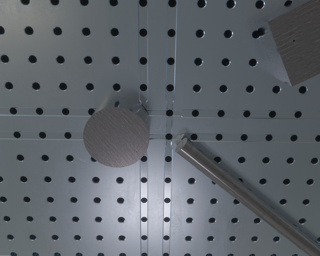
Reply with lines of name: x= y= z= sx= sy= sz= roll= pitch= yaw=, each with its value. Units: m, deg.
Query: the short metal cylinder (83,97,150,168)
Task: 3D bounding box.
short metal cylinder: x=-0.053 y=0.004 z=0.401 sx=0.081 sy=0.050 sz=0.079 roll=0 pitch=110 yaw=0

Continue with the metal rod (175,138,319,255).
metal rod: x=0.144 y=0.114 z=0.456 sx=0.301 sy=0.025 sz=0.025 roll=38 pitch=106 yaw=-13

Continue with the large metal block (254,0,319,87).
large metal block: x=0.170 y=-0.106 z=0.362 sx=0.080 sy=0.050 sz=0.080 roll=-26 pitch=108 yaw=9
